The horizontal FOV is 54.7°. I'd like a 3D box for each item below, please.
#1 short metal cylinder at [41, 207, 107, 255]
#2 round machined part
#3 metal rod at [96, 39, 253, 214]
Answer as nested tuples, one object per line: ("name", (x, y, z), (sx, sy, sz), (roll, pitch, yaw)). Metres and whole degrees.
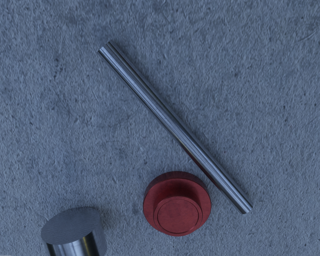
("short metal cylinder", (-0.120, 0.156, 0.437), (0.080, 0.080, 0.050), (-8, 110, 3))
("round machined part", (0.025, 0.115, 0.443), (0.099, 0.042, 0.097), (0, 110, 0))
("metal rod", (0.029, 0.009, 0.413), (0.025, 0.025, 0.300), (-38, 106, 13))
